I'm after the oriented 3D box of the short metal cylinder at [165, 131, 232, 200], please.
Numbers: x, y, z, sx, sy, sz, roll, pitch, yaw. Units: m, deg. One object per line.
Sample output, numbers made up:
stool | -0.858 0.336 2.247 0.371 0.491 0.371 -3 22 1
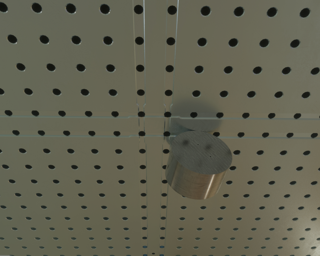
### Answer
short metal cylinder | 0.051 0.049 0.418 0.081 0.080 0.050 7 130 -6
